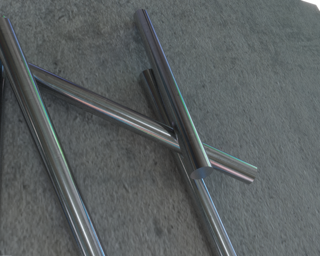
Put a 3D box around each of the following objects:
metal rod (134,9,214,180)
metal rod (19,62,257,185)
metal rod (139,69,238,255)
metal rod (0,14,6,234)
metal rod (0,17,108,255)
[{"bbox_3d":[0.006,-0.067,0.410,0.025,0.025,0.299,4,48,-27],"label":"metal rod"},{"bbox_3d":[-0.023,-0.004,0.372,0.301,0.025,0.025,25,52,-5],"label":"metal rod"},{"bbox_3d":[0.036,0.053,0.392,0.025,0.025,0.299,-10,67,-33],"label":"metal rod"},{"bbox_3d":[-0.171,0.001,0.311,0.025,0.025,0.299,3,61,-27],"label":"metal rod"},{"bbox_3d":[-0.114,0.017,0.316,0.025,0.025,0.299,-18,76,-35],"label":"metal rod"}]
